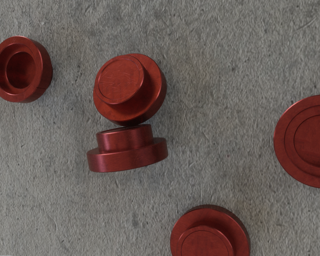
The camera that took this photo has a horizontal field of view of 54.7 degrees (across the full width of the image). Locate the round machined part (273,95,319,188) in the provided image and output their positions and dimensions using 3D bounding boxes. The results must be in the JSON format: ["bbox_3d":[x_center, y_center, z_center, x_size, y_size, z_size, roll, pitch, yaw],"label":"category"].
[{"bbox_3d":[0.176,0.014,0.338,0.098,0.042,0.097,0,90,20],"label":"round machined part"}]

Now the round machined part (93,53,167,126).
[{"bbox_3d":[-0.044,-0.055,0.400,0.098,0.042,0.098,-7,69,19],"label":"round machined part"}]

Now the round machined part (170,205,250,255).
[{"bbox_3d":[0.059,0.147,0.379,0.098,0.042,0.097,0,90,20],"label":"round machined part"}]

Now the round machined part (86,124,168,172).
[{"bbox_3d":[-0.041,0.021,0.383,0.098,0.098,0.042,-7,96,20],"label":"round machined part"}]

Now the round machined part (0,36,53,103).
[{"bbox_3d":[-0.205,-0.086,0.472,0.098,0.042,0.097,0,90,20],"label":"round machined part"}]
